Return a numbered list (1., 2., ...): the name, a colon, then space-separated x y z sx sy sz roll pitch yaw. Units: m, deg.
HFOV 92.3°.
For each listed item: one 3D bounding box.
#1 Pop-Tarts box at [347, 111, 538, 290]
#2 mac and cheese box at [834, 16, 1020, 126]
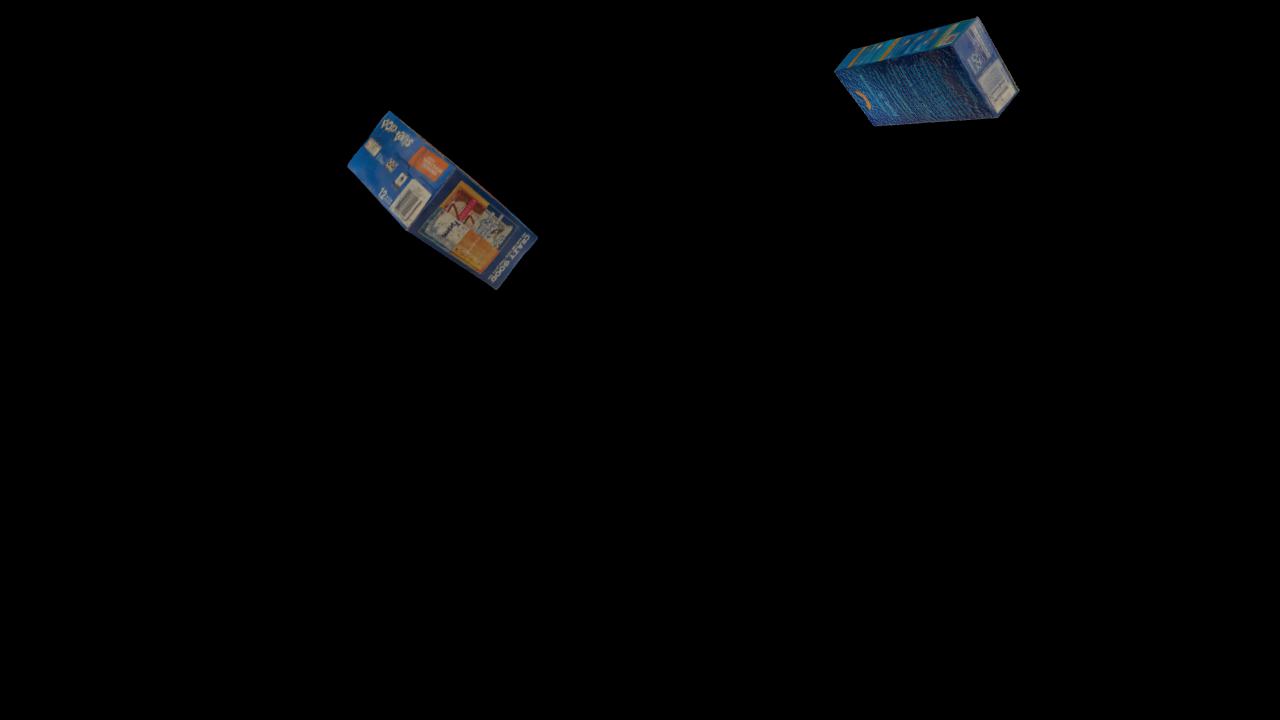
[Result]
1. Pop-Tarts box: -0.221 -0.179 0.694 0.167 0.083 0.141 43 3 34
2. mac and cheese box: 0.296 -0.297 0.654 0.093 0.041 0.184 38 3 -26
